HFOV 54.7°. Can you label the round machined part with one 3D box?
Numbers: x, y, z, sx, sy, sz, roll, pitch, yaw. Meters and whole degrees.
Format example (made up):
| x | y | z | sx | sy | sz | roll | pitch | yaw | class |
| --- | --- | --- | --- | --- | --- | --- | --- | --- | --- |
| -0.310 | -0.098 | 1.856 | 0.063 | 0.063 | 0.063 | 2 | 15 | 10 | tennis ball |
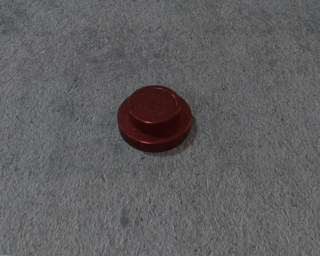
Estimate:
| x | y | z | sx | sy | sz | roll | pitch | yaw | class |
| --- | --- | --- | --- | --- | --- | --- | --- | --- | --- |
| -0.007 | -0.019 | 0.409 | 0.099 | 0.042 | 0.098 | 0 | 50 | 0 | round machined part |
